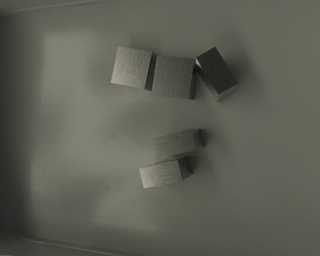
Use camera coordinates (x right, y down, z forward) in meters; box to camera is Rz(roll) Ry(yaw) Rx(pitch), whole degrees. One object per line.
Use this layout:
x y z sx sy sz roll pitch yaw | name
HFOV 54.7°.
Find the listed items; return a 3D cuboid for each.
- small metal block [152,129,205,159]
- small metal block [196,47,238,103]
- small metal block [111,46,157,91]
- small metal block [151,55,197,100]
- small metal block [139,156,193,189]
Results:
0.024 0.019 0.388 0.050 0.050 0.025 -15 85 19 | small metal block
0.067 -0.062 0.371 0.025 0.050 0.050 -30 81 3 | small metal block
-0.034 -0.080 0.422 0.050 0.025 0.050 13 94 19 | small metal block
0.020 -0.065 0.403 0.050 0.025 0.050 10 93 19 | small metal block
0.009 0.055 0.393 0.050 0.050 0.025 -15 85 19 | small metal block
